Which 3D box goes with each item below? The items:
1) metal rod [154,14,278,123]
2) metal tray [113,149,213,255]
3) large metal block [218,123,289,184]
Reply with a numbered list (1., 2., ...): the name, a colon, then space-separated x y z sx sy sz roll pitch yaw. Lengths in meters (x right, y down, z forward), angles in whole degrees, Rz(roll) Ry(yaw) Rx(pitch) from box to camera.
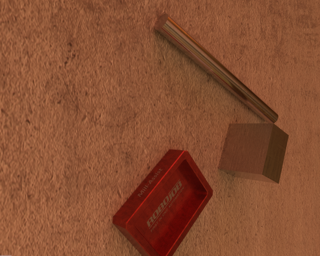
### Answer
1. metal rod: 0.107 -0.079 0.496 0.301 0.025 0.025 30 71 -36
2. metal tray: 0.010 0.103 0.411 0.131 0.030 0.090 -48 119 -29
3. large metal block: 0.149 0.039 0.497 0.050 0.080 0.080 28 72 -37
